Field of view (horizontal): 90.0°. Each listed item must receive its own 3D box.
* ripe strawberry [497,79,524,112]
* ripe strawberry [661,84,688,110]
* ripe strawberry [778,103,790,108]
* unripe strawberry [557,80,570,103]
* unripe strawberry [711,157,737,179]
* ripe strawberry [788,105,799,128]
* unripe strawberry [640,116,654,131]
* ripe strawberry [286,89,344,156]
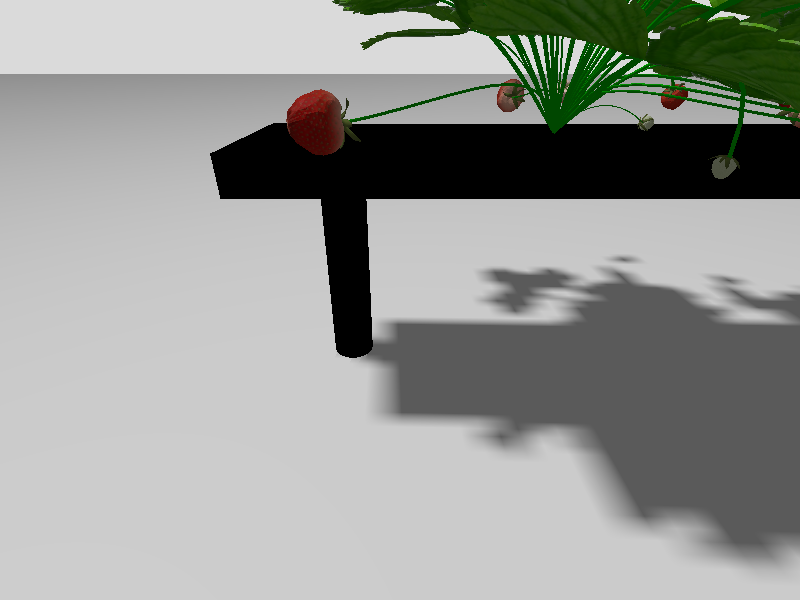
[{"bbox_3d":[0.124,-0.231,0.452,0.029,0.033,0.032,0,30,-1],"label":"ripe strawberry"},{"bbox_3d":[0.327,-0.241,0.478,0.027,0.029,0.030,29,0,39],"label":"ripe strawberry"},{"bbox_3d":[0.426,-0.214,0.428,0.031,0.027,0.031,23,38,34],"label":"ripe strawberry"},{"bbox_3d":[0.219,-0.278,0.538,0.025,0.028,0.027,11,-7,17],"label":"unripe strawberry"},{"bbox_3d":[0.146,-0.060,0.181,0.009,0.010,0.010,-4,31,-6],"label":"unripe strawberry"},{"bbox_3d":[0.352,-0.164,0.334,0.037,0.039,0.034,-2,31,-5],"label":"ripe strawberry"},{"bbox_3d":[0.205,-0.146,0.331,0.011,0.011,0.010,4,30,-10],"label":"unripe strawberry"},{"bbox_3d":[-0.051,-0.105,0.239,0.034,0.036,0.031,-15,34,-23],"label":"ripe strawberry"}]
